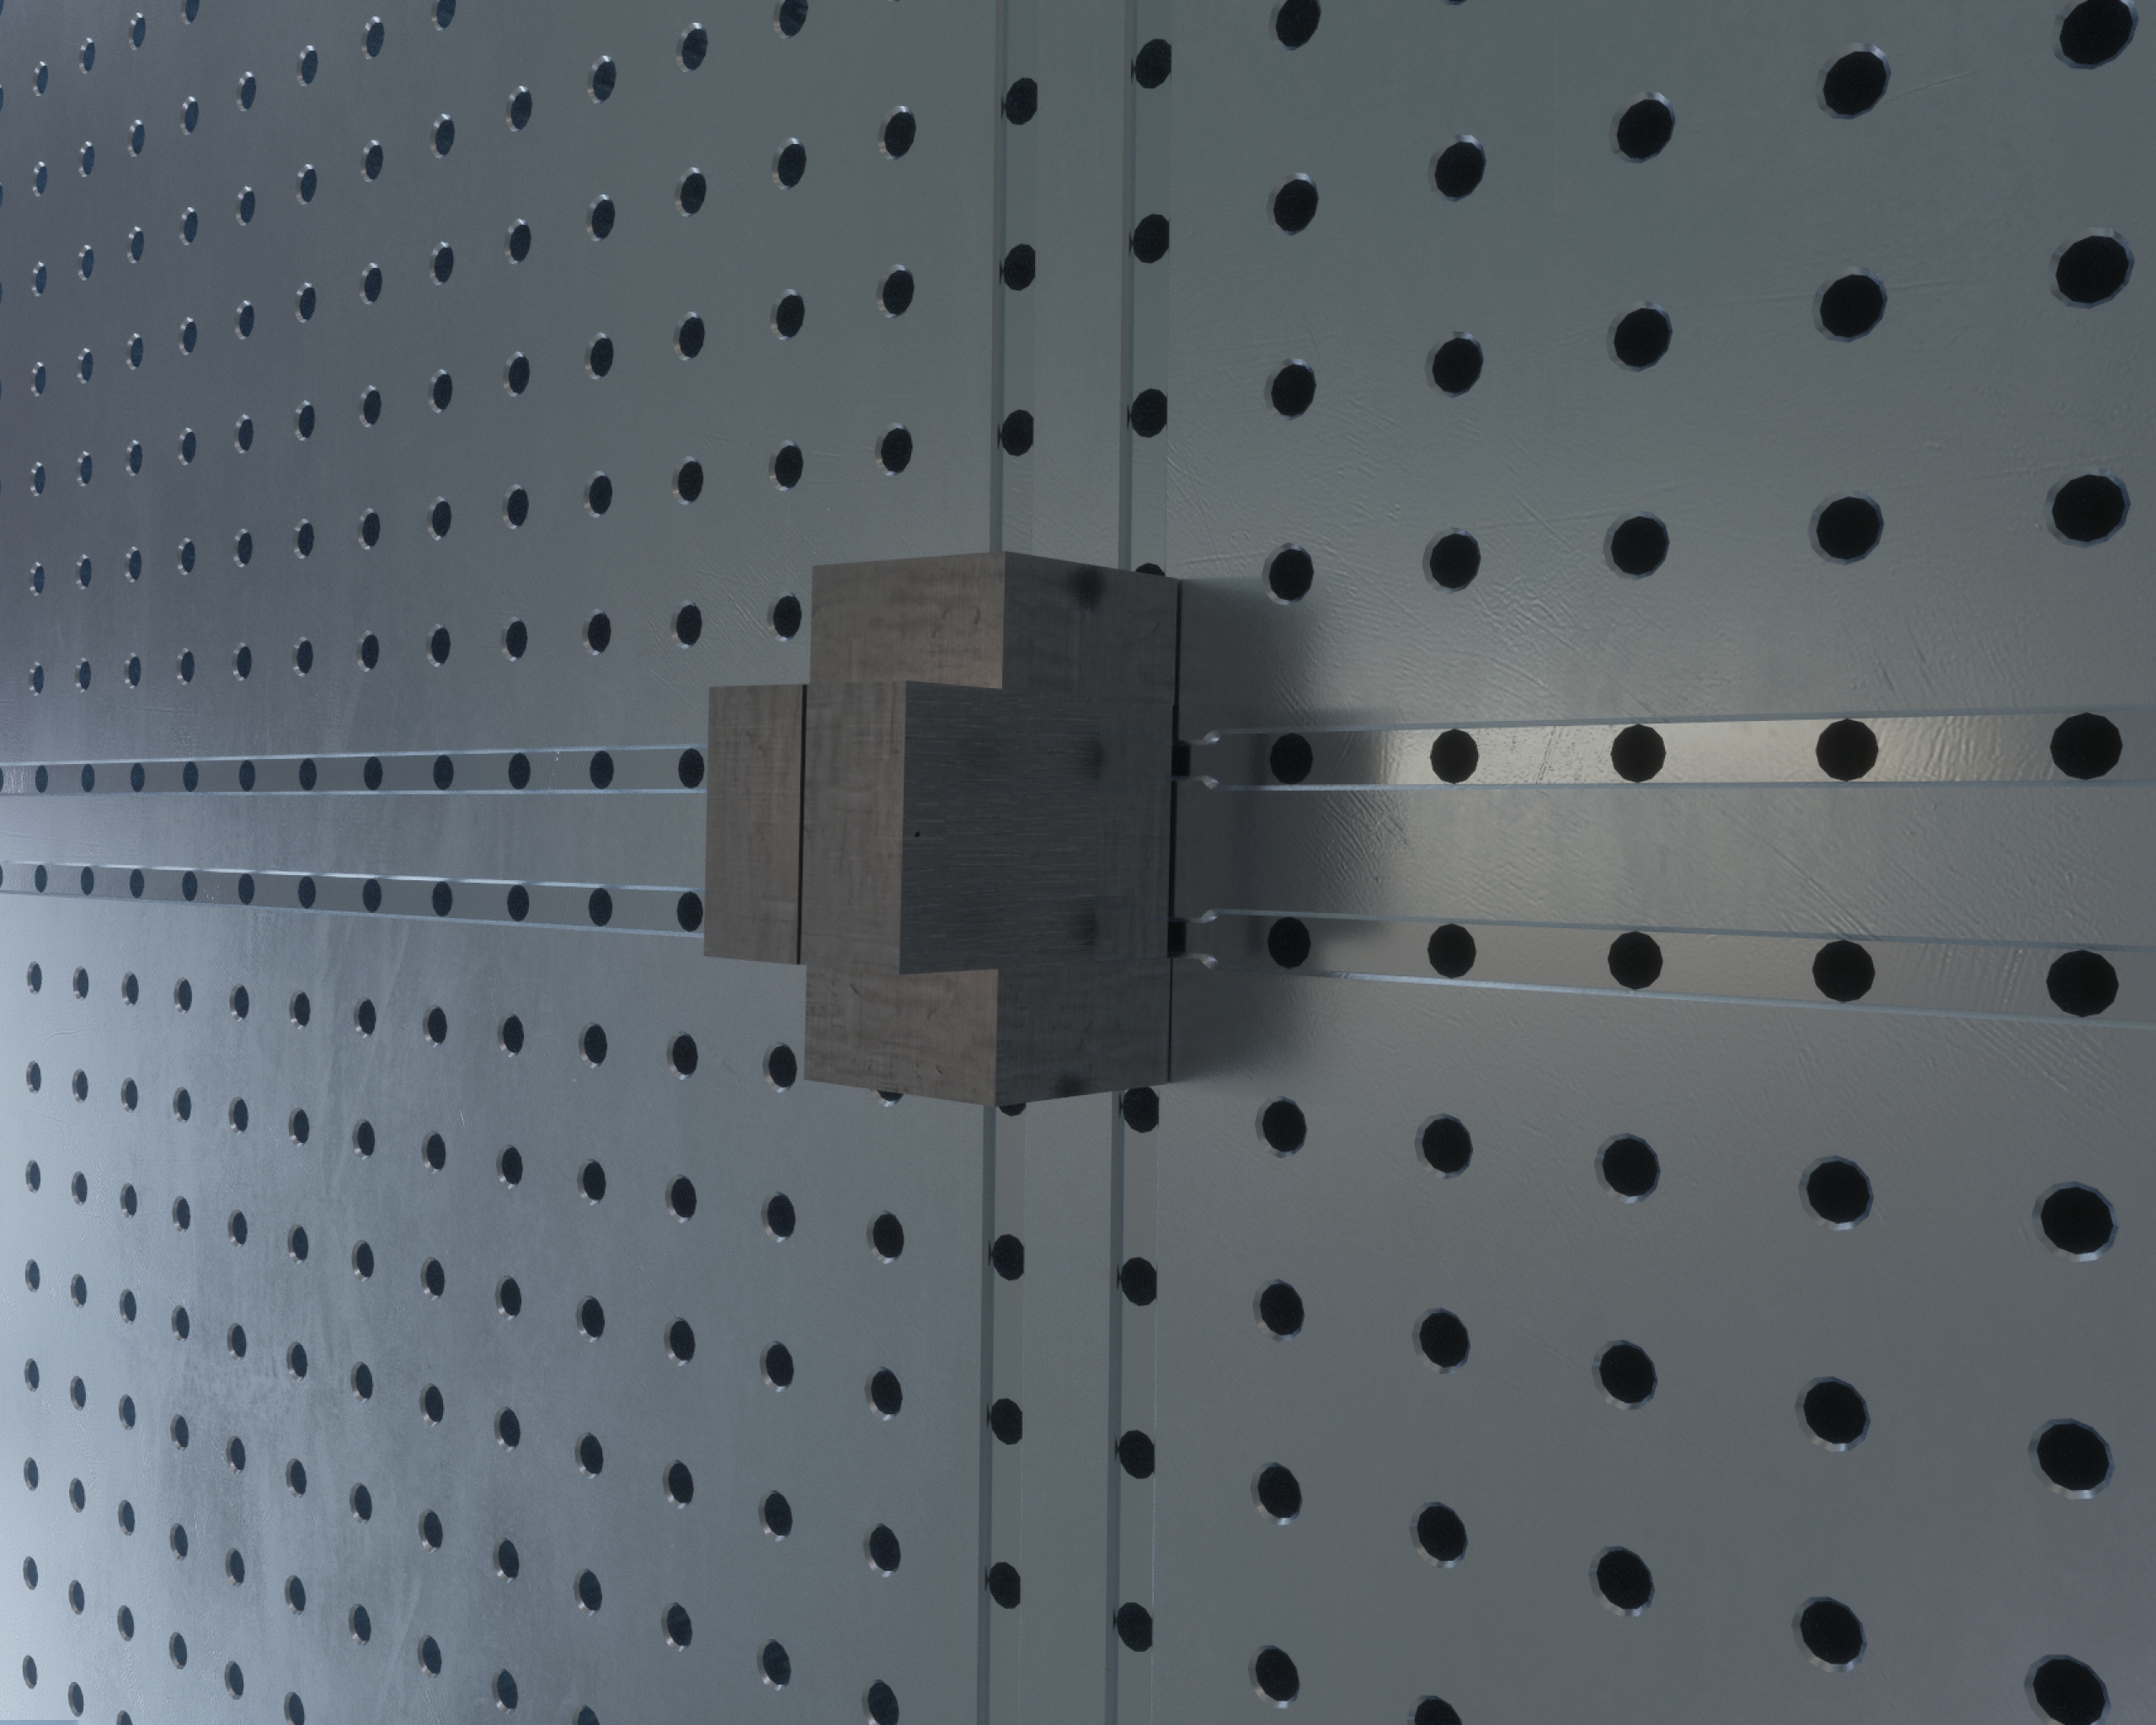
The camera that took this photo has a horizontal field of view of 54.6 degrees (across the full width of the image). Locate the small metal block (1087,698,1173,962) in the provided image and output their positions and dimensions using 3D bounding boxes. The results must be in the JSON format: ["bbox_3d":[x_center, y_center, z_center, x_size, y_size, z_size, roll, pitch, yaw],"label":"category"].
[{"bbox_3d":[-0.009,-0.007,0.417,0.050,0.025,0.050,2,92,41],"label":"small metal block"}]

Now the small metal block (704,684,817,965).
[{"bbox_3d":[-0.043,-0.007,0.396,0.025,0.050,0.050,2,92,40],"label":"small metal block"}]

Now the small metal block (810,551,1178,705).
[{"bbox_3d":[-0.016,-0.044,0.407,0.050,0.050,0.025,3,92,40],"label":"small metal block"}]

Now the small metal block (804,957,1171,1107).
[{"bbox_3d":[-0.017,0.030,0.408,0.050,0.050,0.025,2,91,40],"label":"small metal block"}]

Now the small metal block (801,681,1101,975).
[{"bbox_3d":[-0.022,-0.006,0.380,0.025,0.050,0.050,3,92,41],"label":"small metal block"}]
